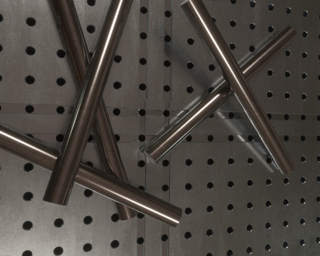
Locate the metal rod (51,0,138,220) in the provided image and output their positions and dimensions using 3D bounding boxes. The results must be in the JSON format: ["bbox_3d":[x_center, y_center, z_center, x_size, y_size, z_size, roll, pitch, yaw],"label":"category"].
[{"bbox_3d":[-0.081,-0.030,0.383,0.025,0.025,0.298,-18,96,-19],"label":"metal rod"}]

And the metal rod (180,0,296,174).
[{"bbox_3d":[0.119,-0.046,0.432,0.025,0.025,0.300,-44,114,-15],"label":"metal rod"}]

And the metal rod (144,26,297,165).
[{"bbox_3d":[0.096,-0.055,0.449,0.301,0.025,0.025,-41,103,-16],"label":"metal rod"}]

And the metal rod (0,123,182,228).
[{"bbox_3d":[-0.110,0.043,0.354,0.301,0.025,0.025,28,81,-12],"label":"metal rod"}]

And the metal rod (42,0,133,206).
[{"bbox_3d":[-0.073,-0.062,0.360,0.025,0.025,0.299,20,73,-19],"label":"metal rod"}]
